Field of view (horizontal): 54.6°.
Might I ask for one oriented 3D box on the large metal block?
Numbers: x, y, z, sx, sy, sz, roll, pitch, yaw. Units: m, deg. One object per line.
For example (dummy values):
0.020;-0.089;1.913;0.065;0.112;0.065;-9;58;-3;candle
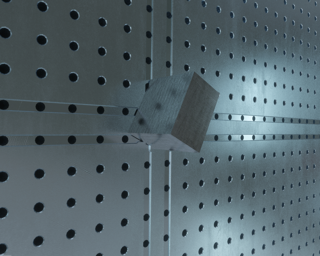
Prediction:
0.017;-0.018;0.386;0.050;0.080;0.080;34;69;-35;large metal block
